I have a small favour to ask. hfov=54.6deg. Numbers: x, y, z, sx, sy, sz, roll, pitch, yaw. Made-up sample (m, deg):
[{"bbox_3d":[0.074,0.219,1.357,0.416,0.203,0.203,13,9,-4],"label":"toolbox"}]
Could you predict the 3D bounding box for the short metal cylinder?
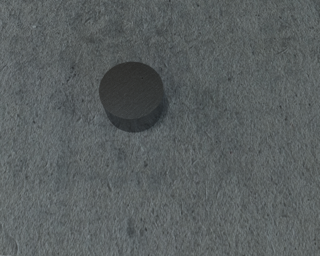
[{"bbox_3d":[-0.036,-0.040,0.409,0.080,0.050,0.080,0,70,0],"label":"short metal cylinder"}]
